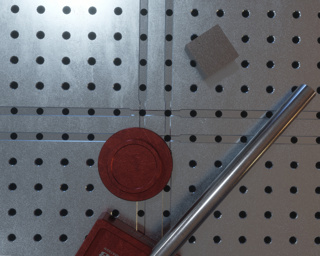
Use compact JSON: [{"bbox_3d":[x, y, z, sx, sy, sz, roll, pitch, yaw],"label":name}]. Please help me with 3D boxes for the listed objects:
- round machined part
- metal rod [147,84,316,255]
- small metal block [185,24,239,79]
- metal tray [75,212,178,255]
[{"bbox_3d":[-0.032,0.048,0.405,0.099,0.042,0.097,0,90,-1],"label":"round machined part"},{"bbox_3d":[0.095,0.058,0.399,0.025,0.025,0.300,44,83,0],"label":"metal rod"},{"bbox_3d":[0.068,-0.101,0.414,0.050,0.025,0.050,-34,90,0],"label":"small metal block"},{"bbox_3d":[-0.045,0.185,0.410,0.130,0.030,0.090,31,90,-1],"label":"metal tray"}]
